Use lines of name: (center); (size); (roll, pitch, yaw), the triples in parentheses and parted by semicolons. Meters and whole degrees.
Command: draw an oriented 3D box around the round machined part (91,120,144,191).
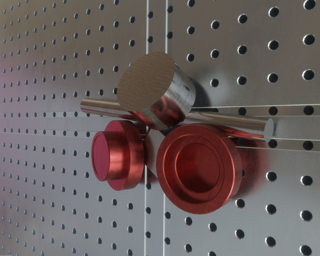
round machined part: (-0.064, 0.038, 0.429); (0.098, 0.042, 0.097); (3, 93, 58)

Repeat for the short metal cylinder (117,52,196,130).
short metal cylinder: (-0.004, -0.044, 0.373); (0.080, 0.050, 0.080); (-17, 55, 27)

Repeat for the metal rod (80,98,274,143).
metal rod: (-0.004, -0.017, 0.408); (0.300, 0.025, 0.025); (10, 96, 39)

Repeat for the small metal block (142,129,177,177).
small metal block: (0.003, 0.031, 0.402); (0.050, 0.025, 0.050); (44, 116, 31)

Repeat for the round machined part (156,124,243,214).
round machined part: (0.047, 0.044, 0.352); (0.098, 0.042, 0.097); (2, 94, 37)
